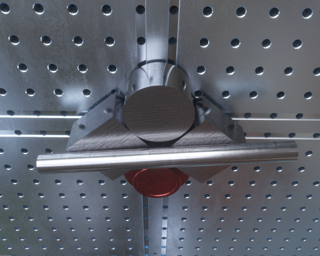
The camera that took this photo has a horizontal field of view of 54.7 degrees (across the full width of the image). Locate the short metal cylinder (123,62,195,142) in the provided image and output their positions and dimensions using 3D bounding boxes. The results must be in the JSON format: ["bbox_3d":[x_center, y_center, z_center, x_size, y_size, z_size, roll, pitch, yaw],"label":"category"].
[{"bbox_3d":[-0.001,-0.030,0.365,0.081,0.050,0.079,0,130,0],"label":"short metal cylinder"}]

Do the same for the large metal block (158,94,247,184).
[{"bbox_3d":[0.054,0.017,0.402,0.080,0.050,0.080,35,123,-26],"label":"large metal block"}]

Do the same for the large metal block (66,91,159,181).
[{"bbox_3d":[-0.059,0.013,0.401,0.080,0.050,0.080,-32,125,24],"label":"large metal block"}]

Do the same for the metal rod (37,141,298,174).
[{"bbox_3d":[0.006,0.035,0.369,0.302,0.025,0.025,-3,130,3],"label":"metal rod"}]

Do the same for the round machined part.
[{"bbox_3d":[-0.004,0.065,0.450,0.099,0.042,0.097,0,130,0],"label":"round machined part"}]
